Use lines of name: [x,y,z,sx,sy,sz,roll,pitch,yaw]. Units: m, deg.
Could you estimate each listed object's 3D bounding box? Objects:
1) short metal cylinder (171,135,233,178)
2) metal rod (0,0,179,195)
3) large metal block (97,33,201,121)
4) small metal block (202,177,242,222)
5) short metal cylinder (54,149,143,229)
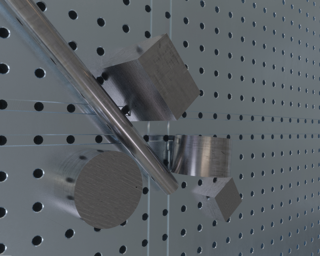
short metal cylinder: [0.056,0.038,0.421,0.081,0.080,0.050,7,86,-40]
metal rod: [-0.065,-0.026,0.354,0.025,0.025,0.300,-52,120,-27]
large metal block: [-0.013,-0.055,0.363,0.050,0.080,0.080,-49,119,-29]
small metal block: [0.100,0.112,0.494,0.050,0.025,0.050,-39,114,-33]
short metal cylinder: [-0.066,0.063,0.338,0.081,0.050,0.079,0,90,-40]
